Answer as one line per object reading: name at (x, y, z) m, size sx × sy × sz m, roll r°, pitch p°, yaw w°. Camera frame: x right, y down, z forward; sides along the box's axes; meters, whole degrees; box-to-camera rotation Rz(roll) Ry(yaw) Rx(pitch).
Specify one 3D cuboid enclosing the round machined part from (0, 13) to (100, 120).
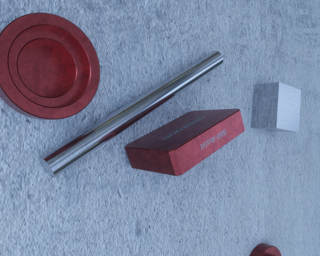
round machined part at (-0.112, -0.057, 0.301) m, size 0.099 × 0.042 × 0.097 m, roll 0°, pitch 90°, yaw -40°

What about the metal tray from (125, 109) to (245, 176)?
metal tray at (0.033, 0.013, 0.392) m, size 0.131 × 0.090 × 0.030 m, roll -28°, pitch 108°, yaw -37°

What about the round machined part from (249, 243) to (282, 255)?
round machined part at (0.201, 0.267, 0.566) m, size 0.099 × 0.042 × 0.097 m, roll 0°, pitch 90°, yaw -40°

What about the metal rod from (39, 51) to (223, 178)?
metal rod at (-0.013, -0.034, 0.395) m, size 0.302 × 0.025 × 0.025 m, roll -36°, pitch 113°, yaw -34°

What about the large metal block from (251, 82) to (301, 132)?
large metal block at (0.215, -0.036, 0.573) m, size 0.081 × 0.050 × 0.080 m, roll 8°, pitch 85°, yaw -40°
